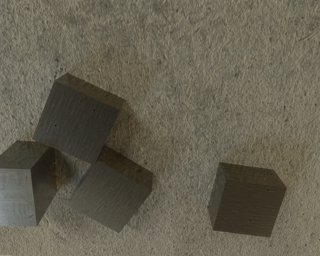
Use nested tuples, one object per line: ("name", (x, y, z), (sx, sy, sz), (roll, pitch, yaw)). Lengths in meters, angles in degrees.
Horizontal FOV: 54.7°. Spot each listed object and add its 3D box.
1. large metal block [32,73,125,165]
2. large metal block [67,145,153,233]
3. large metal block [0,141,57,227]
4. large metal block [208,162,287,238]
("large metal block", (-0.100, -0.012, 0.391), (0.080, 0.050, 0.080), (25, 108, -9))
("large metal block", (-0.066, 0.083, 0.426), (0.080, 0.050, 0.080), (33, 107, -12))
("large metal block", (-0.175, 0.070, 0.404), (0.050, 0.080, 0.079), (2, 110, -1))
("large metal block", (0.118, 0.100, 0.434), (0.081, 0.050, 0.079), (8, 110, -3))
